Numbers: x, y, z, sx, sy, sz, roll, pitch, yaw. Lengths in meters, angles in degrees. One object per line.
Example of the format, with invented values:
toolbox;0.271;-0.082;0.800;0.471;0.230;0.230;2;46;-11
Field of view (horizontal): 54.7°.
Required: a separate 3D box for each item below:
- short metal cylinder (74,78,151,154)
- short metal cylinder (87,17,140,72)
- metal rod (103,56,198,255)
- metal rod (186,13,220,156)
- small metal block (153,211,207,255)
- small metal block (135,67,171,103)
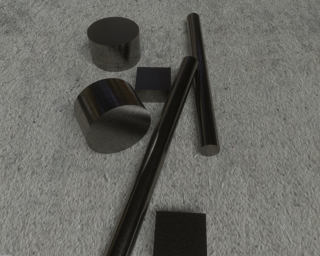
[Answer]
short metal cylinder;-0.058;-0.014;0.379;0.081;0.080;0.050;-21;53;-17
short metal cylinder;-0.073;-0.136;0.500;0.081;0.050;0.080;0;50;0
metal rod;0.000;0.019;0.374;0.025;0.025;0.300;14;55;11
metal rod;0.061;-0.087;0.476;0.025;0.025;0.300;0;50;0
small metal block;0.020;0.113;0.309;0.050;0.025;0.050;3;50;2
small metal block;-0.009;-0.064;0.457;0.050;0.025;0.050;1;50;1
